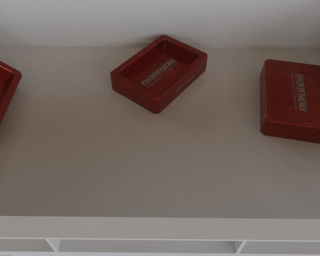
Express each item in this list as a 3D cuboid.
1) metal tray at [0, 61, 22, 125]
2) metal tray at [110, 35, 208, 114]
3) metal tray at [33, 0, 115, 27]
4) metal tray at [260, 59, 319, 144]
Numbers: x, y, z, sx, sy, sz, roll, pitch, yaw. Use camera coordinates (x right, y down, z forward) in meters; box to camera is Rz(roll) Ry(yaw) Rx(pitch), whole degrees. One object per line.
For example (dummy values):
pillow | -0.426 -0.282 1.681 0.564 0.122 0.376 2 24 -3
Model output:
metal tray | -0.246 -0.044 0.401 0.090 0.030 0.130 31 41 -31
metal tray | 0.001 -0.087 0.474 0.090 0.030 0.131 31 56 23
metal tray | -0.166 -0.248 0.610 0.131 0.030 0.090 15 51 12
metal tray | 0.192 -0.042 0.440 0.090 0.030 0.130 9 50 7
